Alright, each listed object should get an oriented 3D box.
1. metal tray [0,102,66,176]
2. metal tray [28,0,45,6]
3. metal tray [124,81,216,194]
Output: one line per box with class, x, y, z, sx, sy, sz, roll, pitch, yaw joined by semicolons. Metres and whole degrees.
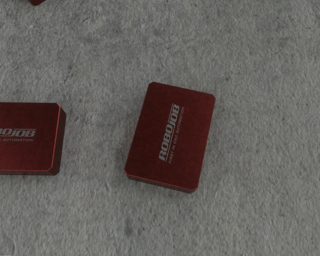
metal tray;-0.194;0.013;0.398;0.131;0.030;0.090;1;70;0
metal tray;-0.180;-0.267;0.501;0.130;0.030;0.090;-41;76;-14
metal tray;0.015;0.011;0.402;0.090;0.030;0.130;13;70;4
